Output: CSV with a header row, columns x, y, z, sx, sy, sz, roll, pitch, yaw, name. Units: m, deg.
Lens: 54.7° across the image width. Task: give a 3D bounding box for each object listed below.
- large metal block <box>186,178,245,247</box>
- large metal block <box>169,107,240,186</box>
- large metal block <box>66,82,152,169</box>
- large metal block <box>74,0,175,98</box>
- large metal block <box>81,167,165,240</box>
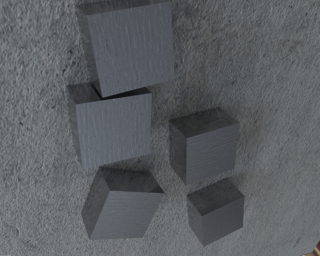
x,y,z,sx,sy,sz,roll,pitch,yaw,name
0.095,0.144,0.531,0.081,0.050,0.079,-20,126,-17,large metal block
0.061,0.024,0.439,0.081,0.050,0.079,-16,125,-20,large metal block
-0.057,-0.008,0.354,0.081,0.050,0.079,-11,123,-22,large metal block
-0.034,-0.086,0.318,0.081,0.050,0.079,-17,126,-19,large metal block
-0.053,0.104,0.426,0.081,0.050,0.079,11,113,-33,large metal block
